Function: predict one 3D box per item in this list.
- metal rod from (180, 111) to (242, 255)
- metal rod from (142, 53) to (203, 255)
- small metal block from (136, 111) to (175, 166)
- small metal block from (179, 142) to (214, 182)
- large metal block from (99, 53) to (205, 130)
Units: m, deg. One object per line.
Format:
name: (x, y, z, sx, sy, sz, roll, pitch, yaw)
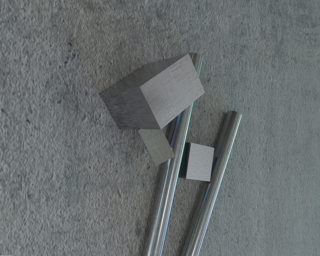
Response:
metal rod: (0.070, 0.110, 0.466, 0.025, 0.025, 0.299, 34, 69, -35)
metal rod: (0.018, 0.040, 0.421, 0.025, 0.025, 0.299, 21, 77, -38)
small metal block: (-0.009, 0.011, 0.379, 0.025, 0.050, 0.050, -27, 111, -5)
small metal block: (0.050, 0.049, 0.449, 0.050, 0.025, 0.050, 14, 81, -39)
large metal block: (-0.009, -0.041, 0.363, 0.080, 0.080, 0.050, -40, 115, -33)
